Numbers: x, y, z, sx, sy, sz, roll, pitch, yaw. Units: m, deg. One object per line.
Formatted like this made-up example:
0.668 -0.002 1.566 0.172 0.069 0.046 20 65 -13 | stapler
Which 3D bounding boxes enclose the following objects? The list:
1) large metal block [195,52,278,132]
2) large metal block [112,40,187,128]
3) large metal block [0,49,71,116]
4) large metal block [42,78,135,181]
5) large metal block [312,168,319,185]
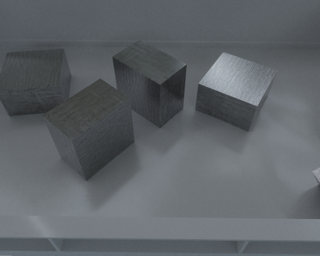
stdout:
0.106 -0.053 0.434 0.080 0.050 0.080 25 54 19 | large metal block
-0.014 -0.059 0.419 0.080 0.080 0.050 34 58 25 | large metal block
-0.176 -0.066 0.443 0.081 0.050 0.080 -5 50 -5 | large metal block
-0.079 0.002 0.367 0.050 0.080 0.080 35 58 25 | large metal block
0.219 0.064 0.313 0.080 0.050 0.080 -34 51 14 | large metal block
